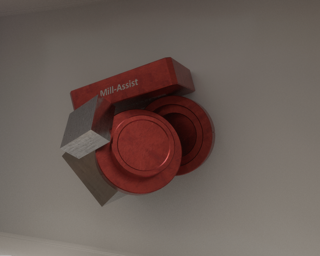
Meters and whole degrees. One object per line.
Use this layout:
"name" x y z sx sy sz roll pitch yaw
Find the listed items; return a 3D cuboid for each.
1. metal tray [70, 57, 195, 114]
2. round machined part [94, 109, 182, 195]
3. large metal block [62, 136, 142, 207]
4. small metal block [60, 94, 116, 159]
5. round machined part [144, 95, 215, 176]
"metal tray" -0.031 -0.045 0.384 0.130 0.090 0.030 -16 86 19
"round machined part" -0.022 0.024 0.345 0.099 0.042 0.098 5 71 -14
"large metal block" -0.063 0.046 0.401 0.050 0.080 0.080 -46 76 14
"small metal block" -0.078 -0.001 0.337 0.050 0.025 0.050 -28 42 30
"round machined part" 0.021 0.009 0.393 0.098 0.042 0.097 0 90 19
